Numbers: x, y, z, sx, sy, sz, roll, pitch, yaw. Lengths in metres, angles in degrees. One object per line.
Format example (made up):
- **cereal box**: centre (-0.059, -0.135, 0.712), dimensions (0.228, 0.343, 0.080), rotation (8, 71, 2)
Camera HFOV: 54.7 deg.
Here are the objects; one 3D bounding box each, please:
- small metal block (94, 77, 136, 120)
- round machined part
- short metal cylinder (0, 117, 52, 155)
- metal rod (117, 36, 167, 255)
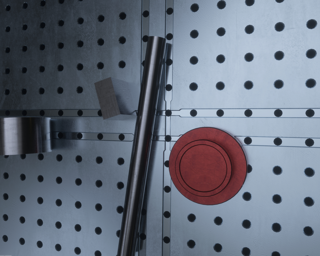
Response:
- **small metal block**: centre (-0.059, -0.038, 0.419), dimensions (0.025, 0.050, 0.050), rotation (-17, 85, 19)
- **round machined part**: centre (0.057, 0.047, 0.383), dimensions (0.098, 0.042, 0.097), rotation (0, 90, 19)
- **short metal cylinder**: centre (-0.201, 0.011, 0.453), dimensions (0.080, 0.080, 0.050), rotation (-3, 89, 19)
- **metal rod**: centre (-0.025, 0.028, 0.420), dimensions (0.025, 0.025, 0.298), rotation (9, 93, 19)
